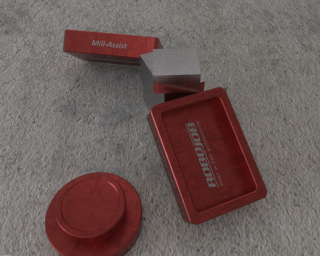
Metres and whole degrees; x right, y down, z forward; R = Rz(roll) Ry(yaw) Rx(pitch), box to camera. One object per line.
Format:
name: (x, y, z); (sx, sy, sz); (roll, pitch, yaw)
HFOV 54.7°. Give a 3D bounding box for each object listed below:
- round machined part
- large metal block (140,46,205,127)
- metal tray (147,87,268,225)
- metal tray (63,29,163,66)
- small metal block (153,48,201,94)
round machined part: (-0.068, 0.087, 0.319); (0.099, 0.042, 0.098); (0, 50, 0)
large metal block: (0.014, -0.046, 0.404); (0.050, 0.080, 0.080); (-18, 49, -14)
metal tray: (0.049, 0.028, 0.340); (0.091, 0.030, 0.129); (-17, 79, -14)
metal tray: (-0.063, -0.115, 0.459); (0.131, 0.090, 0.030); (7, 94, 5)
small metal block: (0.018, -0.065, 0.350); (0.050, 0.025, 0.050); (-2, 47, 0)
